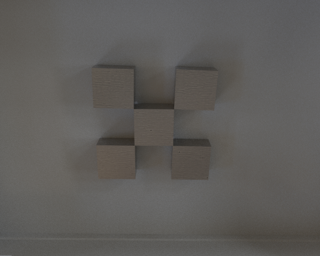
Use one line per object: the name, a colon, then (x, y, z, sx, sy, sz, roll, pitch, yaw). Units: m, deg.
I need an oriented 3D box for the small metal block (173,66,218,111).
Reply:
small metal block: (0.044, -0.050, 0.390, 0.050, 0.025, 0.050, 2, 110, -1)

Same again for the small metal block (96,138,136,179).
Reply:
small metal block: (-0.058, 0.042, 0.424, 0.050, 0.025, 0.050, 1, 110, -1)

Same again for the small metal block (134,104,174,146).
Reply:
small metal block: (-0.008, -0.005, 0.407, 0.050, 0.025, 0.050, 0, 110, -1)

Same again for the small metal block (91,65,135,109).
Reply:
small metal block: (-0.057, -0.052, 0.389, 0.050, 0.025, 0.050, 1, 110, -1)

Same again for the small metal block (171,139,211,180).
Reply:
small metal block: (0.041, 0.043, 0.425, 0.050, 0.025, 0.050, 1, 110, -1)
